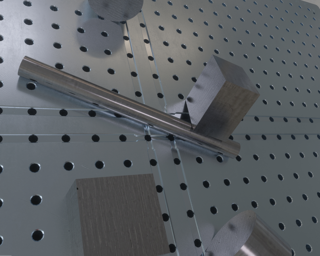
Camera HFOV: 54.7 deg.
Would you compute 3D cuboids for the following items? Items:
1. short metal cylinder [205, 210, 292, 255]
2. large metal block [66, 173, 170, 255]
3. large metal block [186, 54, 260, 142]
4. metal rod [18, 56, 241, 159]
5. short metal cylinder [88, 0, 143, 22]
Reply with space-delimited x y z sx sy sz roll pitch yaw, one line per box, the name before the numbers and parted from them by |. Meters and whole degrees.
short metal cylinder | 0.094 0.138 0.339 0.050 0.080 0.080 44 51 1
large metal block | -0.045 0.095 0.310 0.081 0.050 0.080 0 62 -28
large metal block | 0.081 -0.042 0.426 0.050 0.079 0.080 19 32 -17
metal rod | -0.027 -0.021 0.405 0.302 0.025 0.025 21 54 -16
short metal cylinder | -0.066 -0.209 0.465 0.081 0.080 0.050 10 58 -23
